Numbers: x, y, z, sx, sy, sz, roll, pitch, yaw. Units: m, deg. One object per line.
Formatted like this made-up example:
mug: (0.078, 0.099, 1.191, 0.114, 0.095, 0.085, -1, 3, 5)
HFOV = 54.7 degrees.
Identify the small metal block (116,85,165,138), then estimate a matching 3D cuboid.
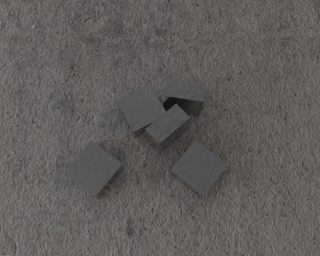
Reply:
small metal block: (-0.024, -0.022, 0.416, 0.050, 0.025, 0.050, -27, 72, -10)

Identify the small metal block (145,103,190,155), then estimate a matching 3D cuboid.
small metal block: (0.009, 0.003, 0.394, 0.050, 0.050, 0.025, -40, 75, -13)

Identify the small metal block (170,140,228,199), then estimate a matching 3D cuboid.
small metal block: (0.048, 0.052, 0.389, 0.050, 0.025, 0.050, 37, 74, 12)

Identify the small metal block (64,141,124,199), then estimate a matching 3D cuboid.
small metal block: (-0.081, 0.053, 0.388, 0.050, 0.025, 0.050, 35, 74, 12)

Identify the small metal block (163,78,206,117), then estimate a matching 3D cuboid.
small metal block: (0.031, -0.039, 0.409, 0.050, 0.050, 0.025, 9, 71, 3)
